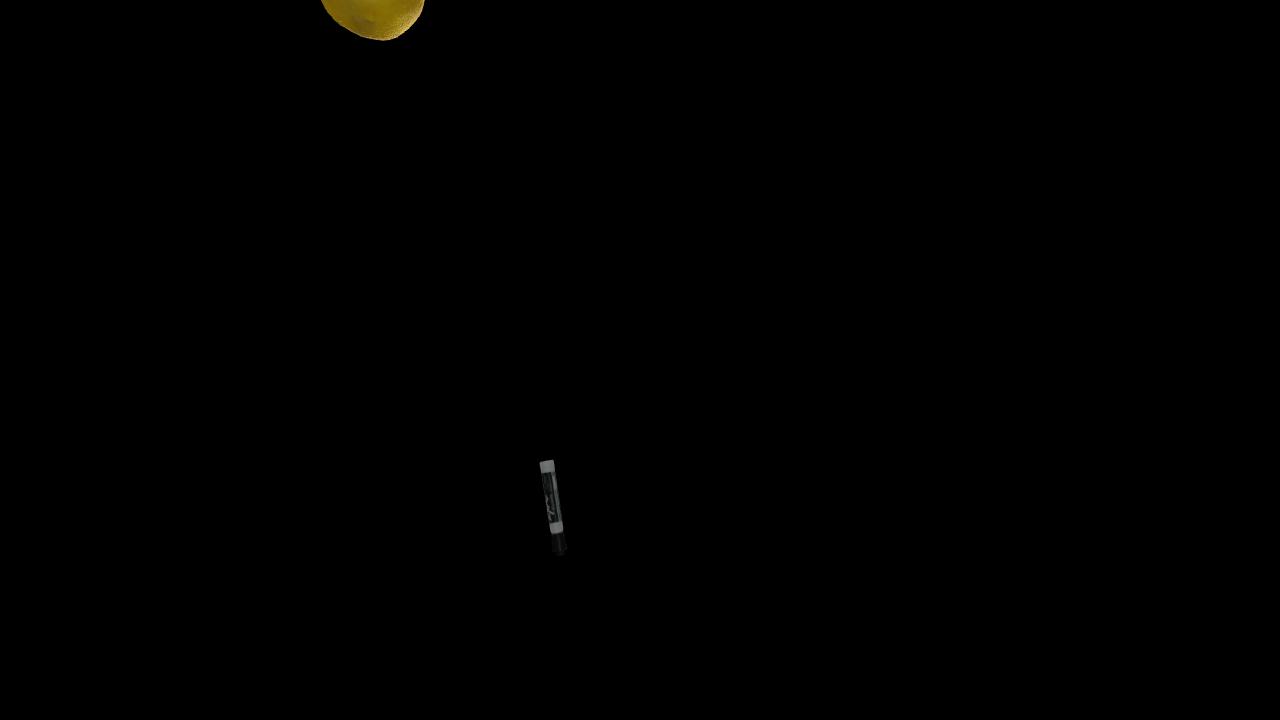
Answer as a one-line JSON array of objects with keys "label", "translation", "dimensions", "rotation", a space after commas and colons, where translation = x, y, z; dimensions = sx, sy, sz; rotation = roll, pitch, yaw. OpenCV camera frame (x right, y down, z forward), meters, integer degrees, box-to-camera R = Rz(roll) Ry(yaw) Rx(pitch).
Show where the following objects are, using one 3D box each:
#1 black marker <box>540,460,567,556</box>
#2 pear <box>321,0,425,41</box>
[{"label": "black marker", "translation": [-0.112, 0.190, 0.794], "dimensions": [0.020, 0.121, 0.020], "rotation": [-10, -10, -2]}, {"label": "pear", "translation": [-0.197, -0.299, 0.449], "dimensions": [0.080, 0.080, 0.111], "rotation": [0, -37, -24]}]
